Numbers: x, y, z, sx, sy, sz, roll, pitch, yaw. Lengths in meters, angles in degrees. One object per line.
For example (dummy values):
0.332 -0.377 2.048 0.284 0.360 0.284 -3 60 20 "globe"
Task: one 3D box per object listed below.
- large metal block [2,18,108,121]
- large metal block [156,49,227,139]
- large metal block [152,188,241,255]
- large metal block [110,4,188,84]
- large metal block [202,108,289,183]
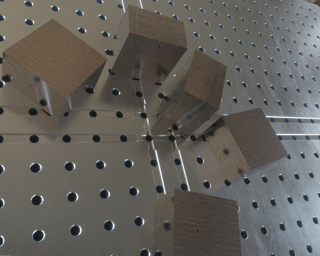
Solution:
-0.124 -0.070 0.368 0.080 0.050 0.080 36 51 -4 "large metal block"
0.043 -0.045 0.423 0.050 0.080 0.080 27 52 -12 "large metal block"
0.039 0.119 0.340 0.080 0.050 0.080 16 55 -19 "large metal block"
-0.019 -0.112 0.431 0.081 0.080 0.050 9 58 -24 "large metal block"
0.121 0.023 0.442 0.081 0.050 0.080 -13 68 -33 "large metal block"
